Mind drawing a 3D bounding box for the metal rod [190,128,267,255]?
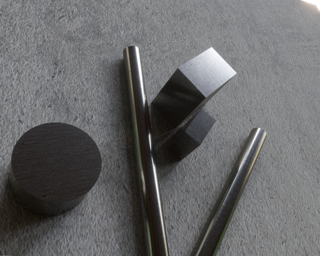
[{"bbox_3d":[0.081,0.100,0.387,0.025,0.025,0.301,40,51,-2],"label":"metal rod"}]

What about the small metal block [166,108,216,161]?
[{"bbox_3d":[0.041,0.009,0.406,0.025,0.050,0.050,40,51,-2],"label":"small metal block"}]

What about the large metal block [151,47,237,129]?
[{"bbox_3d":[0.046,-0.055,0.429,0.050,0.080,0.080,48,51,5],"label":"large metal block"}]

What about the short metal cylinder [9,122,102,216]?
[{"bbox_3d":[-0.104,0.041,0.307,0.081,0.050,0.080,14,56,-21],"label":"short metal cylinder"}]

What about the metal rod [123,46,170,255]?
[{"bbox_3d":[-0.021,0.020,0.381,0.025,0.025,0.299,6,59,-26],"label":"metal rod"}]
